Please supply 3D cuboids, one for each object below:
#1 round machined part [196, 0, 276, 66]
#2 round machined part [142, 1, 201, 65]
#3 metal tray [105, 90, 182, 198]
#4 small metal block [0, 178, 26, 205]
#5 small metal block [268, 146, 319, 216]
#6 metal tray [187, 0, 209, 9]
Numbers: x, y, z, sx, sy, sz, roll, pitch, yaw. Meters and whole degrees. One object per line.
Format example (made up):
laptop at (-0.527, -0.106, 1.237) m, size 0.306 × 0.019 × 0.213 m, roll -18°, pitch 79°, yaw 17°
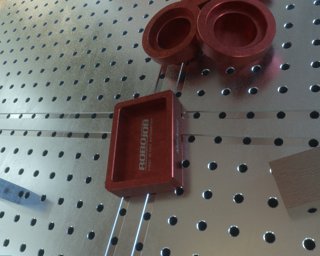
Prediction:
round machined part at (0.096, -0.123, 0.407) m, size 0.099 × 0.042 × 0.098 m, roll -1°, pitch 68°, yaw 2°
round machined part at (0.025, -0.135, 0.462) m, size 0.098 × 0.042 × 0.098 m, roll -14°, pitch 60°, yaw 27°
metal tray at (-0.019, 0.019, 0.403) m, size 0.090 × 0.030 × 0.130 m, roll -12°, pitch 56°, yaw 21°
small metal block at (-0.241, 0.092, 0.463) m, size 0.050 × 0.050 × 0.025 m, roll 2°, pitch 63°, yaw 29°
small metal block at (0.141, 0.052, 0.302) m, size 0.050 × 0.025 × 0.050 m, roll -20°, pitch 54°, yaw 16°
metal tray at (0.098, -0.231, 0.495) m, size 0.130 × 0.030 × 0.090 m, roll -21°, pitch 54°, yaw 15°
